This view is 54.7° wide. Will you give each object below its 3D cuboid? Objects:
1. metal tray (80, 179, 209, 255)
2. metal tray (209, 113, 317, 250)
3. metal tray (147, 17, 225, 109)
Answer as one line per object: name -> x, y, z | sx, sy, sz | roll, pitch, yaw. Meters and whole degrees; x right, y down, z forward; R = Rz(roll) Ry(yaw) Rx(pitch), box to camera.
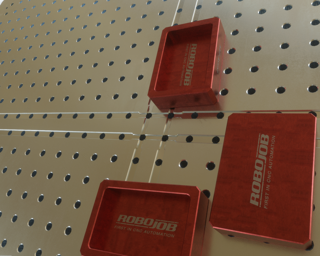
metal tray -> -0.018, 0.108, 0.346 | 0.130, 0.030, 0.090 | -1, 61, 27
metal tray -> 0.109, 0.047, 0.319 | 0.090, 0.030, 0.130 | 2, 62, 28
metal tray -> 0.040, -0.093, 0.439 | 0.090, 0.030, 0.130 | -3, 60, 26
